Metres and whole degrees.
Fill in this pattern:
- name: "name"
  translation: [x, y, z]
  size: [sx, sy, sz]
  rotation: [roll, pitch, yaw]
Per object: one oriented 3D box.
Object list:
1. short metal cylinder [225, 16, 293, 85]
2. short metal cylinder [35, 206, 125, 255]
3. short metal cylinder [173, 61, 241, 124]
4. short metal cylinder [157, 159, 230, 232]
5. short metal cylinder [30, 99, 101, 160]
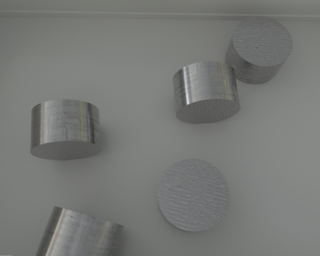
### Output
- name: "short metal cylinder"
  translation: [0.137, -0.109, 0.438]
  size: [0.081, 0.050, 0.080]
  rotation: [0, 70, 0]
- name: "short metal cylinder"
  translation: [-0.085, 0.121, 0.335]
  size: [0.080, 0.080, 0.050]
  rotation: [14, 71, 5]
- name: "short metal cylinder"
  translation: [0.058, -0.043, 0.397]
  size: [0.081, 0.080, 0.050]
  rotation: [-4, 70, -2]
- name: "short metal cylinder"
  translation: [0.037, 0.081, 0.367]
  size: [0.081, 0.050, 0.080]
  rotation: [0, 70, 0]
- name: "short metal cylinder"
  translation: [-0.114, 0.005, 0.377]
  size: [0.081, 0.080, 0.050]
  rotation: [-6, 70, -3]
